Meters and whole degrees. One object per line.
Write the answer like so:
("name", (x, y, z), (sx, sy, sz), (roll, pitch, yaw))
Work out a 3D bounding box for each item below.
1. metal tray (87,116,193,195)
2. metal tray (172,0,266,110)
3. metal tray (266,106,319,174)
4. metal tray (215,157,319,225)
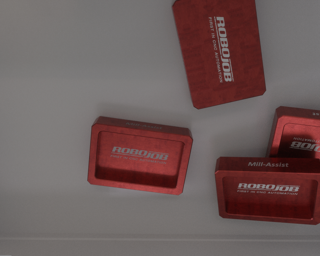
("metal tray", (-0.028, 0.038, 0.422), (0.131, 0.030, 0.089), (8, 110, -3))
("metal tray", (0.072, -0.095, 0.374), (0.090, 0.030, 0.129), (-13, 110, 4))
("metal tray", (0.210, 0.025, 0.397), (0.131, 0.030, 0.089), (8, 119, 11))
("metal tray", (0.143, 0.083, 0.412), (0.130, 0.030, 0.089), (-1, 123, 17))
